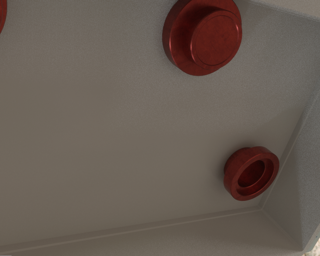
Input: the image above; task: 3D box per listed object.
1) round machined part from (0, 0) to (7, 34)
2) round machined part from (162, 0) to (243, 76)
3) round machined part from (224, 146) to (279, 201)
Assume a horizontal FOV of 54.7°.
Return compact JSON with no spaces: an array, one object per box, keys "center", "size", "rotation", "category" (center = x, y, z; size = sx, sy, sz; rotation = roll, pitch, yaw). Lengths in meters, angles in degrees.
[{"center":[-0.160,-0.093,0.228],"size":[0.099,0.042,0.097],"rotation":[-39,144,-35],"category":"round machined part"},{"center":[0.056,-0.106,0.362],"size":[0.099,0.042,0.097],"rotation":[-14,124,-21],"category":"round machined part"},{"center":[0.148,0.072,0.523],"size":[0.099,0.042,0.097],"rotation":[-14,124,-21],"category":"round machined part"}]
